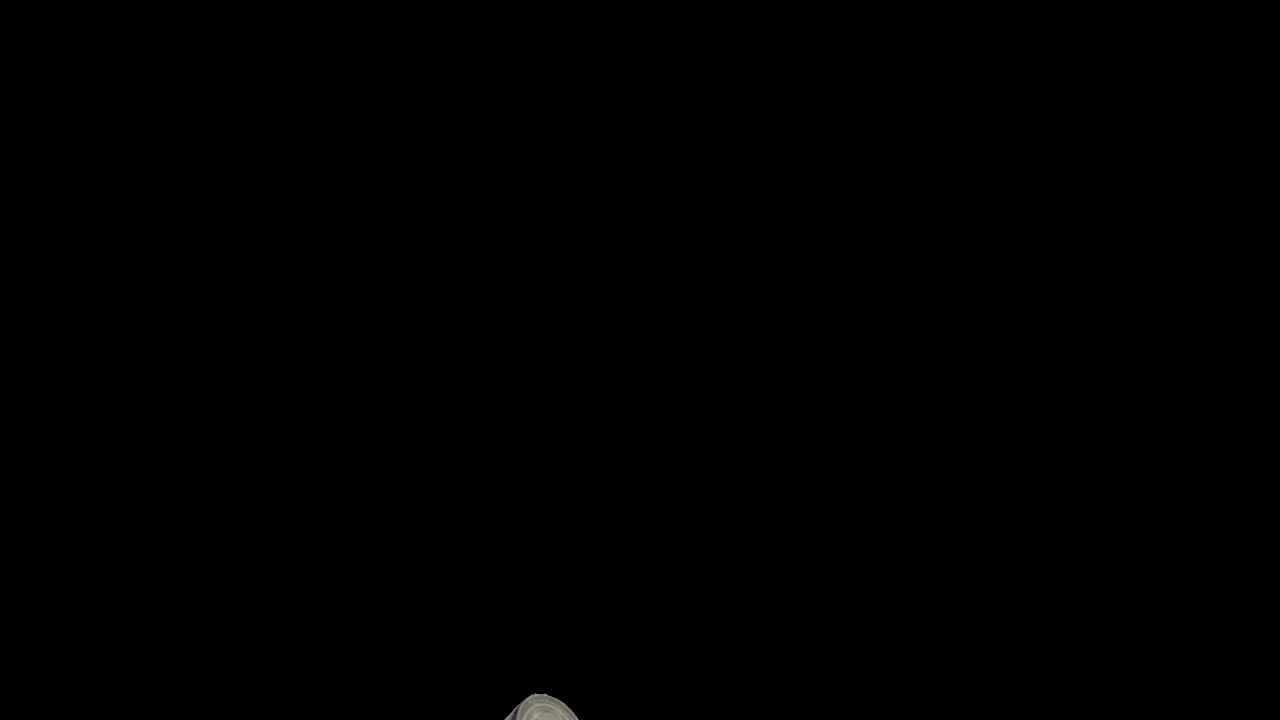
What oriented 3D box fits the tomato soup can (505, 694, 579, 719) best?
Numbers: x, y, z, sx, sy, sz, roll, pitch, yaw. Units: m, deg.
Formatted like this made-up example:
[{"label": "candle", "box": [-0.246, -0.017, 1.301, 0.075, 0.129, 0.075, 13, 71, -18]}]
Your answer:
[{"label": "tomato soup can", "box": [-0.091, 0.300, 0.438, 0.068, 0.101, 0.068, 39, 11, -9]}]
